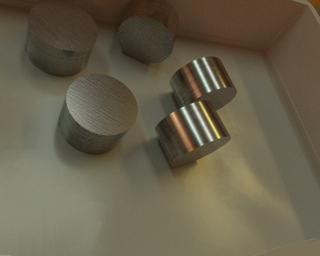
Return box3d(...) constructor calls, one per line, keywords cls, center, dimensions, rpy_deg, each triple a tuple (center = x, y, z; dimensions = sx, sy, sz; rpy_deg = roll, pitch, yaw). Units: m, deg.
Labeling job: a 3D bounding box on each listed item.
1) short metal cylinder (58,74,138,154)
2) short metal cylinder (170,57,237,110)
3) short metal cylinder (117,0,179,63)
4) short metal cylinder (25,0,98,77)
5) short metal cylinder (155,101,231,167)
box3d(cls="short metal cylinder", center=(-0.072, -0.016, 0.360), dimensions=(0.081, 0.050, 0.080), rpy_deg=(14, 56, -21))
box3d(cls="short metal cylinder", center=(0.060, -0.055, 0.436), dimensions=(0.081, 0.080, 0.050), rpy_deg=(-9, 67, -32))
box3d(cls="short metal cylinder", center=(-0.016, -0.141, 0.447), dimensions=(0.080, 0.080, 0.050), rpy_deg=(24, 53, -14))
box3d(cls="short metal cylinder", center=(-0.125, -0.112, 0.391), dimensions=(0.081, 0.050, 0.080), rpy_deg=(14, 56, -21))
box3d(cls="short metal cylinder", center=(0.041, 0.009, 0.387), dimensions=(0.081, 0.080, 0.050), rpy_deg=(-14, 69, -34))
